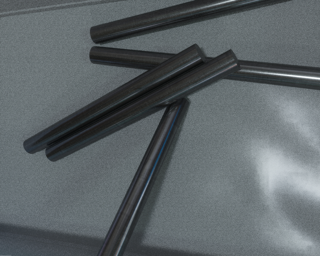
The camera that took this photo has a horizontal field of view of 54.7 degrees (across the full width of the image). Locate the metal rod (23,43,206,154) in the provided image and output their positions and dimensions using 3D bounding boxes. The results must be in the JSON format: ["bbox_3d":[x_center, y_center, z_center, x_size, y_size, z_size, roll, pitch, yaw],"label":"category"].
[{"bbox_3d":[-0.077,-0.030,0.422,0.300,0.025,0.025,-25,82,23],"label":"metal rod"}]

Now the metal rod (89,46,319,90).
[{"bbox_3d":[0.046,-0.079,0.394,0.301,0.025,0.025,10,94,19],"label":"metal rod"}]

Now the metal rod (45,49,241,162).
[{"bbox_3d":[-0.039,-0.019,0.407,0.300,0.025,0.025,-25,82,24],"label":"metal rod"}]

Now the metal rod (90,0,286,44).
[{"bbox_3d":[0.048,-0.149,0.393,0.301,0.025,0.025,-7,88,19],"label":"metal rod"}]

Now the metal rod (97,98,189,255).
[{"bbox_3d":[-0.032,0.091,0.347,0.025,0.025,0.300,17,67,19],"label":"metal rod"}]
